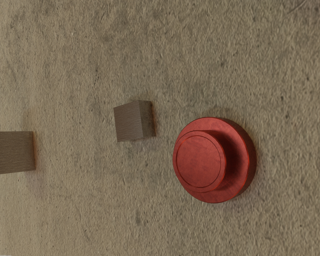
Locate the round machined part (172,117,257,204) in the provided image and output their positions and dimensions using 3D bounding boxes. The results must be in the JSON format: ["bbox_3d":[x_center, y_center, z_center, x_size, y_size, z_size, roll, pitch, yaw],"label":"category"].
[{"bbox_3d":[0.053,0.036,0.349,0.098,0.042,0.097,0,90,39],"label":"round machined part"}]

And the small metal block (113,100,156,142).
[{"bbox_3d":[-0.036,-0.009,0.433,0.050,0.025,0.050,-12,82,39],"label":"small metal block"}]

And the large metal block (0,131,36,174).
[{"bbox_3d":[-0.300,0.049,0.612,0.050,0.081,0.080,-11,83,39],"label":"large metal block"}]
